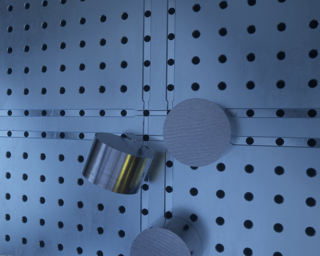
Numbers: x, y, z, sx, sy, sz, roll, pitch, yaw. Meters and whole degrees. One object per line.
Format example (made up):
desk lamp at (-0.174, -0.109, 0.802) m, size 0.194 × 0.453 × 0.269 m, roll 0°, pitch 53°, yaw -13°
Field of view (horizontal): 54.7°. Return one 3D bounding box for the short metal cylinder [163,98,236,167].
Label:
short metal cylinder at (0.050, 0.005, 0.382) m, size 0.080 × 0.050 × 0.079 m, roll 0°, pitch 90°, yaw 20°

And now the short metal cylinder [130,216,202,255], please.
short metal cylinder at (0.009, 0.160, 0.396) m, size 0.080 × 0.050 × 0.079 m, roll 0°, pitch 91°, yaw 20°

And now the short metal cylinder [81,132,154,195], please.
short metal cylinder at (-0.055, 0.044, 0.403) m, size 0.080 × 0.080 × 0.050 m, roll 25°, pitch 98°, yaw 18°
